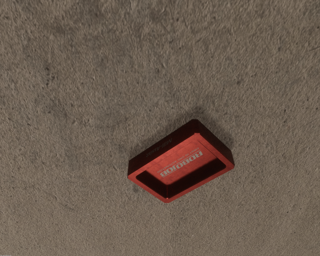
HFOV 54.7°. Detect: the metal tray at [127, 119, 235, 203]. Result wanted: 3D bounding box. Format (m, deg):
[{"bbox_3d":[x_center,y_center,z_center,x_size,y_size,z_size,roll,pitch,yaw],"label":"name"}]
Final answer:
[{"bbox_3d":[0.029,0.053,0.449,0.130,0.030,0.090,-34,123,25],"label":"metal tray"}]
